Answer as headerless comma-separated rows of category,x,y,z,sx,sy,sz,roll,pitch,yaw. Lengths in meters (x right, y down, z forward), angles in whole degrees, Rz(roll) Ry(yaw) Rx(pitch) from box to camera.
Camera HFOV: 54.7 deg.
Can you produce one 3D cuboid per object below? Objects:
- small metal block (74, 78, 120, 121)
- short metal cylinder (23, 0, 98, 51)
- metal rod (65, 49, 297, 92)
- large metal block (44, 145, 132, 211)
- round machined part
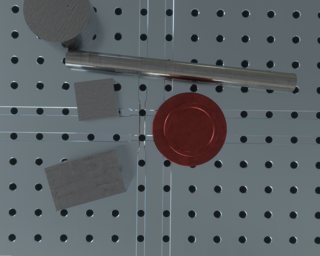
small metal block,-0.083,-0.037,0.412,0.050,0.025,0.050,-7,90,-1
short metal cylinder,-0.125,-0.144,0.399,0.081,0.050,0.079,0,90,-1
metal rod,0.028,-0.076,0.413,0.302,0.025,0.025,6,90,-1
large metal block,-0.084,0.058,0.385,0.080,0.080,0.050,-16,90,0
round machined part,0.039,0.002,0.405,0.099,0.042,0.097,0,90,-1
